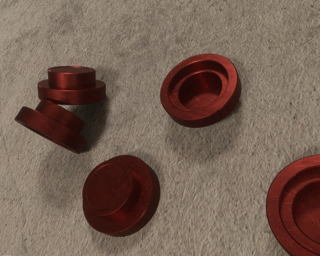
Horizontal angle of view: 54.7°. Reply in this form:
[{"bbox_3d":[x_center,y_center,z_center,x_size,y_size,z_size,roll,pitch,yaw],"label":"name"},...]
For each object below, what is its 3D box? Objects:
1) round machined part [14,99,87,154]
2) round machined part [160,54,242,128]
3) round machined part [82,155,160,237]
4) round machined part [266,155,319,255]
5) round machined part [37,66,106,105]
[{"bbox_3d":[-0.146,-0.005,0.434,0.098,0.098,0.042,17,73,34],"label":"round machined part"},{"bbox_3d":[0.053,-0.042,0.390,0.098,0.042,0.098,-13,56,20],"label":"round machined part"},{"bbox_3d":[-0.053,0.077,0.372,0.098,0.042,0.098,-13,56,20],"label":"round machined part"},{"bbox_3d":[0.147,0.076,0.269,0.098,0.042,0.098,-13,56,20],"label":"round machined part"},{"bbox_3d":[-0.131,-0.068,0.465,0.098,0.099,0.042,18,114,34],"label":"round machined part"}]
